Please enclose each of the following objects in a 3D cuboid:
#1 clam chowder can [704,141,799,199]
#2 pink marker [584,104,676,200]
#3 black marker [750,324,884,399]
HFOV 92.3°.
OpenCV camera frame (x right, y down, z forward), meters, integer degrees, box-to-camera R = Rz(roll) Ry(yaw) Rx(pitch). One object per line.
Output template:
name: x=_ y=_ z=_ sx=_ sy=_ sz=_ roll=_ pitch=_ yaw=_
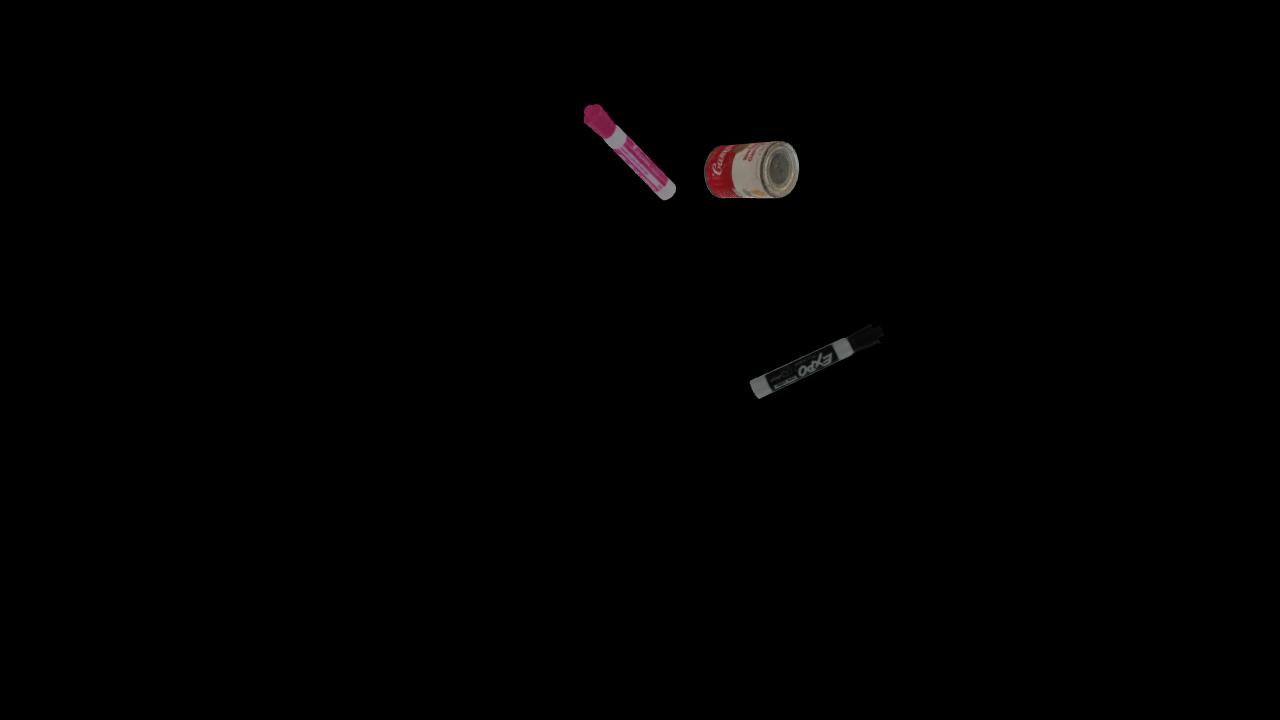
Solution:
clam chowder can: x=0.139 y=-0.237 z=0.772 sx=0.068 sy=0.068 sz=0.102 roll=0 pitch=13 yaw=-38
pink marker: x=-0.008 y=-0.181 z=0.540 sx=0.020 sy=0.020 sz=0.121 roll=0 pitch=-21 yaw=38
black marker: x=0.155 y=0.001 z=0.542 sx=0.121 sy=0.020 sz=0.020 roll=-27 pitch=-9 yaw=18
